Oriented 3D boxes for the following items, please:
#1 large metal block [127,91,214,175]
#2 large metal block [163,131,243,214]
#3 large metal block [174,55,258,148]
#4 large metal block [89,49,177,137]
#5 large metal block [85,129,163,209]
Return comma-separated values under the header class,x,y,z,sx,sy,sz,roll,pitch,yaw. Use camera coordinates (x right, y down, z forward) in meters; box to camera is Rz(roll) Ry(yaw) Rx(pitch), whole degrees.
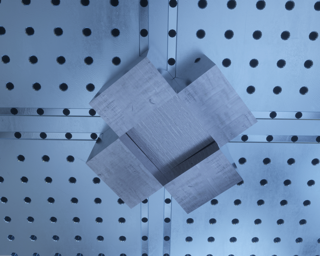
class,x,y,z,sx,sy,sz,roll,pitch,yaw
large metal block,0.012,-0.002,0.398,0.080,0.050,0.080,-36,105,14
large metal block,0.051,0.051,0.404,0.080,0.080,0.050,-35,106,12
large metal block,0.063,-0.035,0.372,0.050,0.080,0.080,-37,106,12
large metal block,-0.029,-0.045,0.367,0.080,0.080,0.050,-37,106,12
large metal block,-0.041,0.041,0.398,0.050,0.080,0.080,-37,107,12
